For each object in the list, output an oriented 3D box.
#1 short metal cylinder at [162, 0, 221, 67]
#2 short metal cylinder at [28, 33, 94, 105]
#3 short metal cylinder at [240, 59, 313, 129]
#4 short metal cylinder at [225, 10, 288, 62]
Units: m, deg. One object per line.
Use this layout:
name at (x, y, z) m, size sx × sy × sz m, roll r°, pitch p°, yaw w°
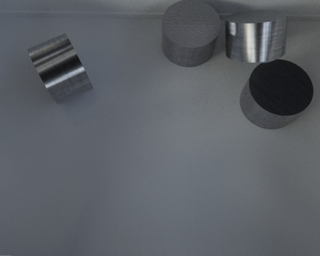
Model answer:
short metal cylinder at (0.043, -0.135, 0.446) m, size 0.081 × 0.050 × 0.080 m, roll 0°, pitch 70°, yaw 0°
short metal cylinder at (-0.129, -0.077, 0.407) m, size 0.050 × 0.080 × 0.080 m, roll -27°, pitch 72°, yaw -9°
short metal cylinder at (0.153, -0.044, 0.413) m, size 0.081 × 0.050 × 0.080 m, roll 0°, pitch 70°, yaw 0°
short metal cylinder at (0.130, -0.127, 0.422) m, size 0.080 × 0.050 × 0.080 m, roll -6°, pitch 30°, yaw 4°
